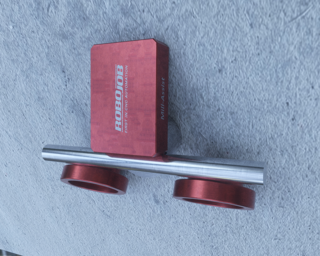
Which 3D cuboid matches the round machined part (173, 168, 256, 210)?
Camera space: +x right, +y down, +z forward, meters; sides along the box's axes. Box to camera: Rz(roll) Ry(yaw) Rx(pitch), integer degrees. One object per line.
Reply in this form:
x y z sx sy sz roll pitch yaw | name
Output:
0.067 0.072 0.383 0.099 0.042 0.098 9 164 3 | round machined part

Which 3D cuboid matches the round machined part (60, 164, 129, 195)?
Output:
-0.095 0.069 0.467 0.099 0.042 0.098 9 159 4 | round machined part

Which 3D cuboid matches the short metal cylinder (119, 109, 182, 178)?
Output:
-0.017 0.019 0.412 0.080 0.050 0.079 13 124 20 | short metal cylinder

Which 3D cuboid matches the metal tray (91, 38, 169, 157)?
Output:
-0.037 -0.034 0.367 0.090 0.030 0.129 2 93 26 | metal tray

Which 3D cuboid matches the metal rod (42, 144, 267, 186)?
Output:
-0.027 0.041 0.383 0.301 0.025 0.025 2 120 26 | metal rod
